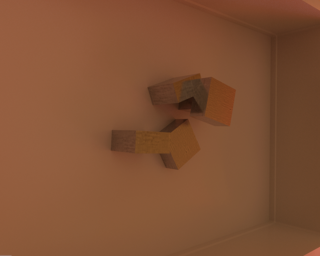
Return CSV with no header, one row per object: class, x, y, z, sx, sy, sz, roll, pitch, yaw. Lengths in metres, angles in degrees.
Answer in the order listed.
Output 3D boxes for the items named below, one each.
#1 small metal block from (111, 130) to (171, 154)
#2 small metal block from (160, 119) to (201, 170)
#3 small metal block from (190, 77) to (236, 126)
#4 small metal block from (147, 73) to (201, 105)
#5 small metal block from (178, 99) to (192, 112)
small metal block,-0.023,0.016,0.371,0.050,0.050,0.025,4,88,-40
small metal block,0.023,0.021,0.426,0.050,0.025,0.050,-37,113,-34
small metal block,0.069,-0.032,0.399,0.050,0.025,0.050,18,79,-39
small metal block,0.021,-0.051,0.408,0.050,0.050,0.025,-26,106,-37
small metal block,0.063,-0.035,0.443,0.050,0.050,0.025,9,85,-40
